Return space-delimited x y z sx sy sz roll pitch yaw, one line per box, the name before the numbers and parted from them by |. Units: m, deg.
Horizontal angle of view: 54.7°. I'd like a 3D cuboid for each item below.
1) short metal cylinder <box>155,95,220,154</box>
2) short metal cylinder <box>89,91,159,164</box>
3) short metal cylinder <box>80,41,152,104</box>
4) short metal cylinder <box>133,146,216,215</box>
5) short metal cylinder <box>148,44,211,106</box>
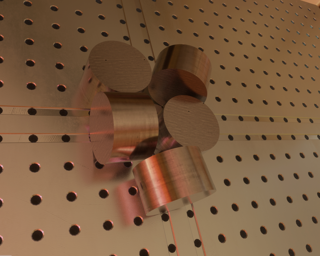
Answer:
short metal cylinder | 0.030 0.004 0.405 0.081 0.050 0.080 14 56 -21
short metal cylinder | -0.043 -0.001 0.351 0.050 0.080 0.080 -2 63 -30
short metal cylinder | -0.057 -0.065 0.400 0.081 0.050 0.080 13 57 -20
short metal cylinder | 0.015 0.059 0.344 0.081 0.080 0.050 -7 66 -31
short metal cylinder | 0.028 -0.068 0.429 0.080 0.080 0.050 25 52 -13
